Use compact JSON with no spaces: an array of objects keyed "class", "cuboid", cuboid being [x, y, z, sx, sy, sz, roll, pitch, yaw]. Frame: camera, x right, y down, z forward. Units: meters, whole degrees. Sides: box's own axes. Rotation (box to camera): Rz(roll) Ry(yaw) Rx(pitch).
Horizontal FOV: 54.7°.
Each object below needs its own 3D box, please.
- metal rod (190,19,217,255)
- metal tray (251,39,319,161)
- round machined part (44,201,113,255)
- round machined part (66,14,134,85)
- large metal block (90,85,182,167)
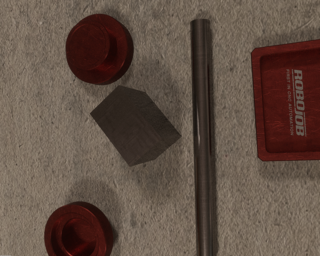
[{"class":"metal rod","cuboid":[0.055,0.016,0.389,0.025,0.025,0.298,-2,89,19]},{"class":"metal tray","cuboid":[0.155,-0.029,0.351,0.090,0.030,0.129,-4,89,19]},{"class":"round machined part","cuboid":[-0.109,0.152,0.437,0.098,0.042,0.097,0,90,19]},{"class":"round machined part","cuboid":[-0.090,-0.111,0.430,0.098,0.042,0.097,0,90,19]},{"class":"large metal block","cuboid":[-0.027,-0.003,0.388,0.050,0.080,0.080,-42,77,15]}]
